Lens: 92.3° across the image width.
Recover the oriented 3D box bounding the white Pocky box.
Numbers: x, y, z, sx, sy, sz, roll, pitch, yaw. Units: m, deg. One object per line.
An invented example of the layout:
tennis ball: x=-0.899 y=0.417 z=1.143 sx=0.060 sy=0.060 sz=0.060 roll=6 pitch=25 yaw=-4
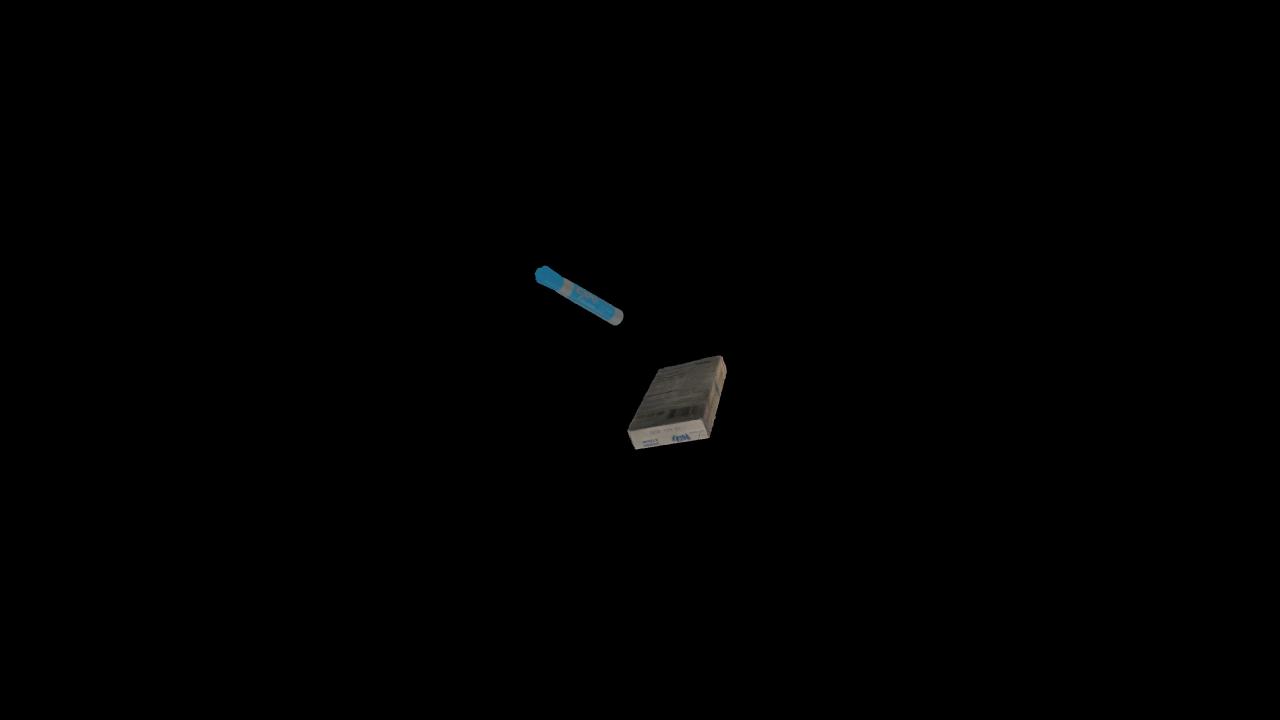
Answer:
white Pocky box: x=0.045 y=0.044 z=0.682 sx=0.084 sy=0.028 sz=0.154 roll=-13 pitch=20 yaw=20

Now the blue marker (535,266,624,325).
blue marker: x=-0.062 y=-0.066 z=0.638 sx=0.020 sy=0.020 sz=0.121 roll=0 pitch=-19 yaw=40
